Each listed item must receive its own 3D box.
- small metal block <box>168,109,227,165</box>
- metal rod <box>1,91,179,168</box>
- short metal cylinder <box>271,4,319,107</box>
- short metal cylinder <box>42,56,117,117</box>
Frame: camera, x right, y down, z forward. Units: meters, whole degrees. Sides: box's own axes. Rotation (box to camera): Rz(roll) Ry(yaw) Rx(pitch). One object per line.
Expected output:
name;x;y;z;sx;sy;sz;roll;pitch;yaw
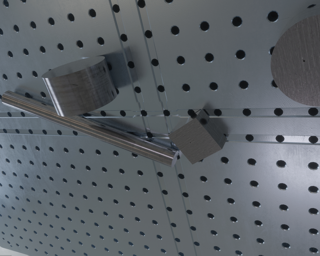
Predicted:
small metal block;0.047;0.012;0.394;0.050;0.025;0.050;-35;99;38
metal rod;-0.116;-0.004;0.469;0.301;0.025;0.025;19;126;17
short metal cylinder;0.145;-0.066;0.278;0.080;0.050;0.079;13;124;21
short metal cylinder;-0.101;-0.055;0.395;0.080;0.080;0.050;-1;118;29
